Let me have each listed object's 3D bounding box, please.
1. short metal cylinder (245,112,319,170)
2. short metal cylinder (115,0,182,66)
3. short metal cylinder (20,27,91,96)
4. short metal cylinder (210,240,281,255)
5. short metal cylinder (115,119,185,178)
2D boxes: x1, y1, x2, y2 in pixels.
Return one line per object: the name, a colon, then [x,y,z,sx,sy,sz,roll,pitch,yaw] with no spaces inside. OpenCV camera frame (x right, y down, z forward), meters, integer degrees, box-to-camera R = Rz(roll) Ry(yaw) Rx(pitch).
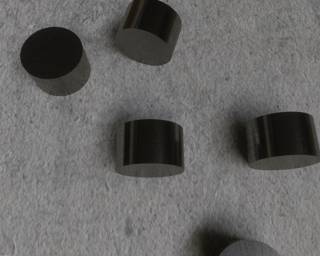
short metal cylinder: [0.146,0.018,0.374,0.081,0.080,0.050,-1,70,-1]
short metal cylinder: [-0.015,-0.130,0.426,0.080,0.080,0.050,16,71,5]
short metal cylinder: [-0.141,-0.090,0.426,0.081,0.050,0.080,0,70,0]
short metal cylinder: [0.093,0.164,0.336,0.081,0.050,0.080,0,70,0]
short metal cylinder: [-0.012,0.027,0.369,0.081,0.080,0.050,0,70,-1]
